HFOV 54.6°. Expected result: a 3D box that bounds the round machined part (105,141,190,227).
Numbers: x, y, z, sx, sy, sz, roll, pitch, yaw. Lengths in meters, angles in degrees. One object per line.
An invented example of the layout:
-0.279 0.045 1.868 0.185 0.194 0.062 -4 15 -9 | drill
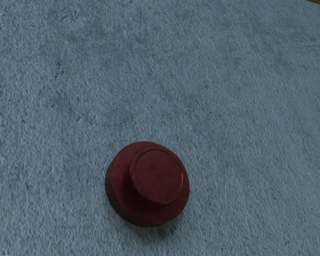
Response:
-0.009 0.058 0.352 0.099 0.042 0.098 13 56 -21 | round machined part
